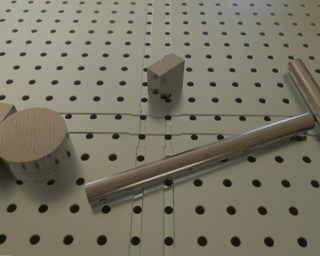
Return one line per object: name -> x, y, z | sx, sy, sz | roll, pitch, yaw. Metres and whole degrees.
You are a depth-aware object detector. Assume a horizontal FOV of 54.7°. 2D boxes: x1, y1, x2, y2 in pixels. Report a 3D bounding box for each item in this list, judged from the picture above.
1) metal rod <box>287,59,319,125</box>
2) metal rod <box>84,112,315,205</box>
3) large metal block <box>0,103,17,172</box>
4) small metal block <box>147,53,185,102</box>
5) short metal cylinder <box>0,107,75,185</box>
metal rod -> 0.232, 0.013, 0.399 | 0.025, 0.025, 0.300 | -5, 50, -5
metal rod -> 0.059, 0.032, 0.381 | 0.302, 0.025, 0.025 | -16, 52, -14
large metal block -> -0.227, 0.011, 0.379 | 0.080, 0.050, 0.080 | 9, 51, 7
small metal block -> 0.009, -0.074, 0.454 | 0.050, 0.050, 0.025 | -37, 60, -27
short metal cylinder -> -0.148, 0.021, 0.371 | 0.081, 0.050, 0.080 | 1, 50, -1
